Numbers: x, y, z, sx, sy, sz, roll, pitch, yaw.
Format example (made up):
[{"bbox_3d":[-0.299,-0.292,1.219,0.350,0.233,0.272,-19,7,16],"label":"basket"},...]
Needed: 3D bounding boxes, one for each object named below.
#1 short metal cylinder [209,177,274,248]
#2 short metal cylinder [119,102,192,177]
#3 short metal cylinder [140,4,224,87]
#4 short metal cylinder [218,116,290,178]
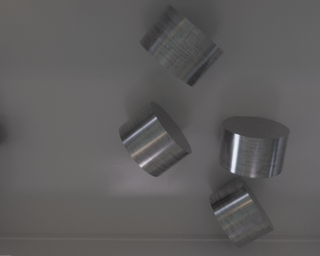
[{"bbox_3d":[0.111,0.115,0.425,0.050,0.080,0.080,-34,107,12],"label":"short metal cylinder"},{"bbox_3d":[-0.005,0.014,0.387,0.050,0.080,0.080,-38,106,13],"label":"short metal cylinder"},{"bbox_3d":[0.024,-0.091,0.348,0.080,0.080,0.050,37,106,-13],"label":"short metal cylinder"},{"bbox_3d":[0.117,0.021,0.391,0.081,0.080,0.050,1,110,-1],"label":"short metal cylinder"}]
